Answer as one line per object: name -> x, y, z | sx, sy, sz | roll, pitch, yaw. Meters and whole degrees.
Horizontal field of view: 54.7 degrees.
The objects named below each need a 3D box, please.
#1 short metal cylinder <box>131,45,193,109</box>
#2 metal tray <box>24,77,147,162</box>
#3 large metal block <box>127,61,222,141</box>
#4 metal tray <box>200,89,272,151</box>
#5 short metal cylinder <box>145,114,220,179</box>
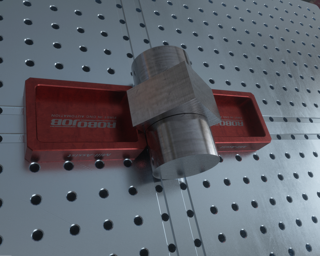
short metal cylinder -> 0.005, -0.064, 0.414 | 0.081, 0.080, 0.050 | 1, 61, -28
metal tray -> -0.087, -0.009, 0.363 | 0.131, 0.030, 0.090 | 1, 61, -28
large metal block -> 0.019, -0.026, 0.380 | 0.080, 0.080, 0.050 | 30, 41, -54
metal tray -> 0.096, -0.012, 0.464 | 0.131, 0.030, 0.090 | 1, 61, -28
short metal cylinder -> 0.026, 0.024, 0.371 | 0.081, 0.080, 0.050 | 2, 61, -28
